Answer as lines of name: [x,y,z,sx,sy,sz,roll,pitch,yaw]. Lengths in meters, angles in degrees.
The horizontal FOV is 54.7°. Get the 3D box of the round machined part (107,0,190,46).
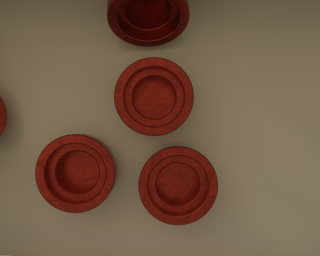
round machined part: [-0.015,-0.149,0.380,0.099,0.098,0.042,-4,64,0]

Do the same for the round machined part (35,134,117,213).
round machined part: [-0.105,0.056,0.402,0.099,0.042,0.097,0,90,0]

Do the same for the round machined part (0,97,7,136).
round machined part: [-0.249,-0.014,0.384,0.099,0.042,0.098,11,74,-40]

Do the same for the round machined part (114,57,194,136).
round machined part: [-0.007,-0.039,0.403,0.099,0.042,0.097,0,90,0]

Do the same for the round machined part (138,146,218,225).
round machined part: [0.023,0.072,0.403,0.099,0.042,0.097,0,90,0]
